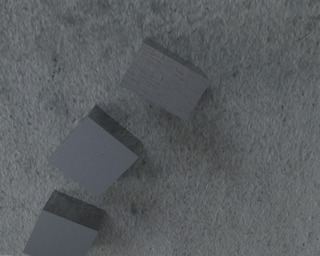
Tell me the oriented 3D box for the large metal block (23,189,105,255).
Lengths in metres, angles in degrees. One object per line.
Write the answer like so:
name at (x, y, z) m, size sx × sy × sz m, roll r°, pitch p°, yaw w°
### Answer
large metal block at (-0.138, 0.149, 0.449) m, size 0.080 × 0.050 × 0.080 m, roll 26°, pitch 108°, yaw -10°

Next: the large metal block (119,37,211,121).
large metal block at (0.005, -0.060, 0.358) m, size 0.080 × 0.080 × 0.050 m, roll 28°, pitch 108°, yaw -10°

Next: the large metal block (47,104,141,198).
large metal block at (-0.083, 0.030, 0.406) m, size 0.080 × 0.050 × 0.080 m, roll 41°, pitch 105°, yaw -14°
